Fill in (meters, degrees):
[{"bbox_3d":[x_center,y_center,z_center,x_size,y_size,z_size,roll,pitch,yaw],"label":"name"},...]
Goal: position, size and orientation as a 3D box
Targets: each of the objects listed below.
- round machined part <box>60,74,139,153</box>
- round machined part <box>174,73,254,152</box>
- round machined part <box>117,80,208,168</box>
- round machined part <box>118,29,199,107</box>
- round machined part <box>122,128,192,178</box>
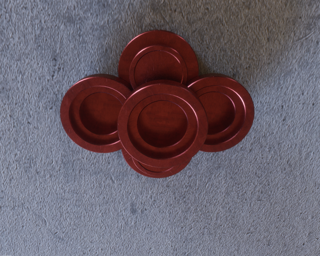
[{"bbox_3d":[-0.071,-0.021,0.393,0.099,0.042,0.097,0,110,-1],"label":"round machined part"},{"bbox_3d":[0.065,-0.022,0.395,0.099,0.042,0.097,0,110,-1],"label":"round machined part"},{"bbox_3d":[0.003,-0.007,0.354,0.099,0.042,0.097,0,111,-1],"label":"round machined part"},{"bbox_3d":[-0.002,-0.068,0.377,0.099,0.042,0.097,0,110,-1],"label":"round machined part"},{"bbox_3d":[-0.003,0.024,0.411,0.099,0.042,0.097,0,110,-1],"label":"round machined part"}]
